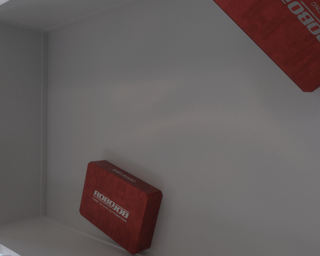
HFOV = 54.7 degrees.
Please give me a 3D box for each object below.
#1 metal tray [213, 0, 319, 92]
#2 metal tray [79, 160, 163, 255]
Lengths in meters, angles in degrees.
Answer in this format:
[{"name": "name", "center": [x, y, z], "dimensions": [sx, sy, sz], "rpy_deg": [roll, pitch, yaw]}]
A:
[{"name": "metal tray", "center": [0.118, -0.104, 0.258], "dimensions": [0.130, 0.030, 0.090], "rpy_deg": [41, 123, -11]}, {"name": "metal tray", "center": [-0.062, 0.111, 0.455], "dimensions": [0.130, 0.030, 0.089], "rpy_deg": [21, 103, 38]}]
